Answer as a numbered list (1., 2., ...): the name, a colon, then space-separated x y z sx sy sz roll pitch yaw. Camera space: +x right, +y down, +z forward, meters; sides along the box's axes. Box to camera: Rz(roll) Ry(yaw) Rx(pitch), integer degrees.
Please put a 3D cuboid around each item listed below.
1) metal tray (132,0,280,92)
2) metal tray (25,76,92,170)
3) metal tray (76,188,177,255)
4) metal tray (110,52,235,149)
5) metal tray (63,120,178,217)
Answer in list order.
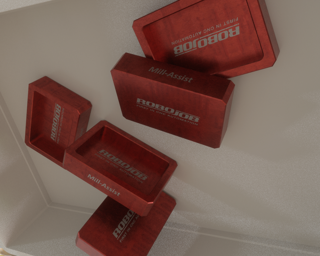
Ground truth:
1. metal tray: 0.045 -0.093 0.322 0.130 0.030 0.090 -12 113 33
2. metal tray: -0.163 -0.005 0.485 0.090 0.030 0.129 30 128 8
3. metal tray: -0.044 0.133 0.443 0.090 0.131 0.030 33 135 6
4. metal tray: 0.014 -0.030 0.357 0.130 0.030 0.090 18 148 17
5. metal tray: -0.052 0.050 0.423 0.130 0.090 0.030 30 128 9
